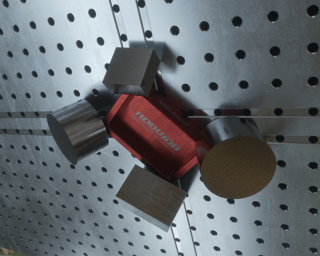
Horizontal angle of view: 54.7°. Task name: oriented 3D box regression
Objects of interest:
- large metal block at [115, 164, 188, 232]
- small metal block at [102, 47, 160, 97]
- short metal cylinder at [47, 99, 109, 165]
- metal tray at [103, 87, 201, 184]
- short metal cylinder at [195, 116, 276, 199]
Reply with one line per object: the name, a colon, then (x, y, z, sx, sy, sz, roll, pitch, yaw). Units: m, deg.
large metal block: (-0.011, 0.103, 0.442, 0.080, 0.050, 0.080, 27, 158, 10)
small metal block: (-0.033, -0.067, 0.368, 0.050, 0.050, 0.025, 9, 160, 23)
short metal cylinder: (-0.117, 0.005, 0.441, 0.080, 0.050, 0.079, 37, 143, 35)
metal tray: (-0.006, 0.007, 0.415, 0.130, 0.030, 0.090, 41, 129, -1)
short metal cylinder: (0.083, 0.033, 0.352, 0.081, 0.050, 0.079, -1, 116, -1)
